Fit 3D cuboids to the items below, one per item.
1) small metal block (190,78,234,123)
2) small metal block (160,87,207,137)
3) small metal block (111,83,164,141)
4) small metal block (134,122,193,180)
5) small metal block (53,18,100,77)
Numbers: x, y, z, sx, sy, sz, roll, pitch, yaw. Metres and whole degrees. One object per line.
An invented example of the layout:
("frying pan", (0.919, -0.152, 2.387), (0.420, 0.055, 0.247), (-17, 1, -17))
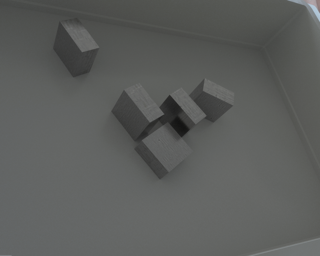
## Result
("small metal block", (0.073, -0.039, 0.455), (0.050, 0.050, 0.025), (23, 53, -15))
("small metal block", (0.026, -0.017, 0.416), (0.050, 0.050, 0.025), (50, 51, 6))
("small metal block", (-0.029, -0.019, 0.387), (0.025, 0.050, 0.050), (-32, 80, -38))
("small metal block", (0.005, 0.028, 0.393), (0.050, 0.025, 0.050), (50, 51, 6))
("small metal block", (-0.108, -0.102, 0.395), (0.025, 0.050, 0.050), (-29, 78, -38))
